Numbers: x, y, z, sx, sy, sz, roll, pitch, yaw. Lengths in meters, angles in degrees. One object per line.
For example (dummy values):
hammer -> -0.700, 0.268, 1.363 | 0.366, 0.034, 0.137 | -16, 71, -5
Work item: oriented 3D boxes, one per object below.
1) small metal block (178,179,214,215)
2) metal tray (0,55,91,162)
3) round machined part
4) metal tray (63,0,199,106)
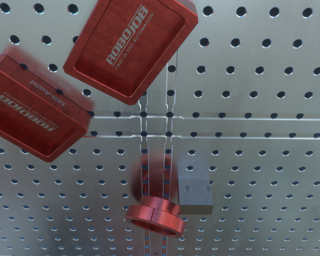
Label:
small metal block -> 0.054, 0.108, 0.487 | 0.050, 0.050, 0.025 | 1, 130, -1
metal tray -> -0.166, -0.018, 0.391 | 0.090, 0.030, 0.130 | -36, 122, 27
round machined part -> -0.004, 0.142, 0.504 | 0.098, 0.042, 0.098 | 14, 154, 8
metal tray -> -0.034, -0.093, 0.328 | 0.090, 0.030, 0.129 | 27, 125, -21
